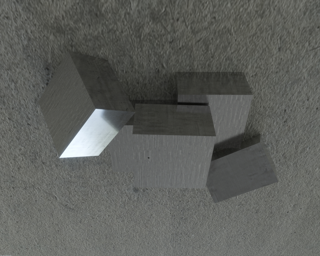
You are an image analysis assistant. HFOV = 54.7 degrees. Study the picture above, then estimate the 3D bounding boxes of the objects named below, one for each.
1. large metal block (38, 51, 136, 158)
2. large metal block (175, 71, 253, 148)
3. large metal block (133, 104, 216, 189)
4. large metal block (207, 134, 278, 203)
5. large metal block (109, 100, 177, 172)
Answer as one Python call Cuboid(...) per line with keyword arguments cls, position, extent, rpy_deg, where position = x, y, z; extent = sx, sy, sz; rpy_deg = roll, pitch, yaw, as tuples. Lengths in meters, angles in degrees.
Cuboid(cls="large metal block", position=(-0.084, -0.024, 0.342), extent=(0.050, 0.080, 0.080), rpy_deg=(2, 140, -48))
Cuboid(cls="large metal block", position=(0.059, -0.021, 0.376), extent=(0.081, 0.050, 0.079), rpy_deg=(0, 130, -1))
Cuboid(cls="large metal block", position=(0.012, 0.021, 0.342), extent=(0.081, 0.050, 0.079), rpy_deg=(2, 130, -2))
Cuboid(cls="large metal block", position=(0.104, 0.051, 0.409), extent=(0.080, 0.080, 0.050), rpy_deg=(-25, 88, 19))
Cuboid(cls="large metal block", position=(-0.021, 0.011, 0.399), extent=(0.081, 0.050, 0.079), rpy_deg=(0, 130, -1))
